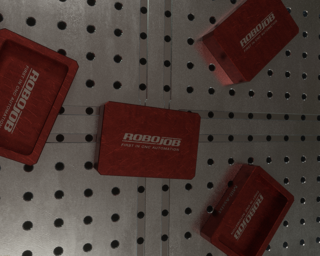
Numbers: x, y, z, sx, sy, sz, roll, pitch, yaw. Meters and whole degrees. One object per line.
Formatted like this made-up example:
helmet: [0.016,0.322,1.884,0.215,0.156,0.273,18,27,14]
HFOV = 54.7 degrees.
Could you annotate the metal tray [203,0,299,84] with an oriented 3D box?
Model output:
metal tray: [0.138,-0.140,0.462,0.130,0.030,0.090,-44,104,-15]

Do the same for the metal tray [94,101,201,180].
metal tray: [-0.015,0.018,0.406,0.131,0.030,0.089,7,88,-20]

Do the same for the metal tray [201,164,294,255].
metal tray: [0.132,0.130,0.460,0.090,0.030,0.130,40,77,-16]

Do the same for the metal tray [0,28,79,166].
metal tray: [-0.160,-0.033,0.351,0.091,0.030,0.130,24,82,-19]
